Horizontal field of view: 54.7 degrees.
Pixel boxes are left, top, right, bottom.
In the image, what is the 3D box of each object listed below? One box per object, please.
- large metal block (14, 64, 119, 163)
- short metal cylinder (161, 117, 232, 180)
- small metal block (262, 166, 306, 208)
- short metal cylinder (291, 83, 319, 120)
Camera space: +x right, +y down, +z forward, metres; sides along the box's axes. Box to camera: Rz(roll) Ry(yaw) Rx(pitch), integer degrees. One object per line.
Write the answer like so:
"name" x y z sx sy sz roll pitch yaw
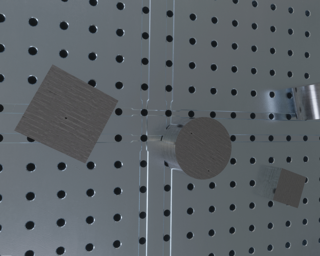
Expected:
"large metal block" -0.107 -0.015 0.360 0.080 0.050 0.080 29 81 -18
"short metal cylinder" 0.048 0.026 0.417 0.081 0.050 0.080 0 90 -20
"small metal block" 0.194 0.092 0.484 0.050 0.025 0.050 21 83 -19
"short metal cylinder" 0.248 -0.045 0.474 0.081 0.080 0.050 -13 95 -20
